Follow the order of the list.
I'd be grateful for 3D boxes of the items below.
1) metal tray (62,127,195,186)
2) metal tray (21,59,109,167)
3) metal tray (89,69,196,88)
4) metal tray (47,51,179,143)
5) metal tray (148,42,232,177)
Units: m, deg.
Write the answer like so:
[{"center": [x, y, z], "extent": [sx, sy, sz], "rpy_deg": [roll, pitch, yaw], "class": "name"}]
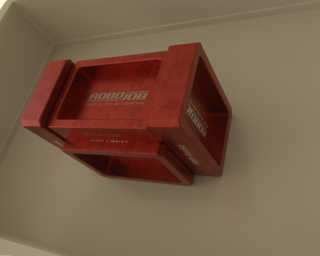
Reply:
[{"center": [-0.034, 0.033, 0.358], "extent": [0.130, 0.090, 0.030], "rpy_deg": [0, 62, 28], "class": "metal tray"}, {"center": [-0.103, -0.014, 0.399], "extent": [0.030, 0.130, 0.090], "rpy_deg": [1, 63, 29], "class": "metal tray"}, {"center": [-0.013, -0.046, 0.395], "extent": [0.130, 0.090, 0.030], "rpy_deg": [0, 63, 29], "class": "metal tray"}, {"center": [-0.049, -0.033, 0.330], "extent": [0.130, 0.030, 0.090], "rpy_deg": [1, 62, 28], "class": "metal tray"}, {"center": [0.039, -0.013, 0.323], "extent": [0.030, 0.130, 0.090], "rpy_deg": [1, 63, 29], "class": "metal tray"}]
